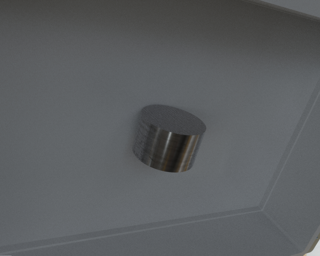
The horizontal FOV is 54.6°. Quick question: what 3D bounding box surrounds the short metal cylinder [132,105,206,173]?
[{"bbox_3d":[0.010,0.011,0.381,0.081,0.080,0.050,2,118,-29],"label":"short metal cylinder"}]
